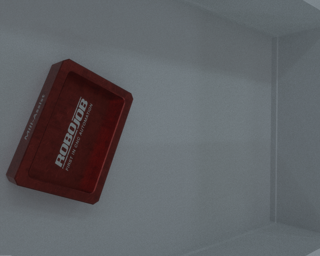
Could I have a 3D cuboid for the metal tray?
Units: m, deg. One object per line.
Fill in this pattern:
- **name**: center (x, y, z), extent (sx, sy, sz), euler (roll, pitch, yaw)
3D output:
- **metal tray**: center (-0.089, 0.006, 0.327), extent (0.090, 0.030, 0.130), euler (27, 73, -37)
